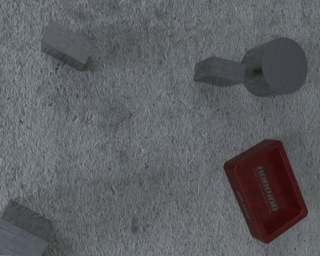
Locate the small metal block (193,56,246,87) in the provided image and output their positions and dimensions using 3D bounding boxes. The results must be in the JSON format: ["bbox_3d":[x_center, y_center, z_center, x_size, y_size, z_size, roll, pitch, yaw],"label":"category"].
[{"bbox_3d":[0.081,-0.076,0.425,0.050,0.050,0.025,9,87,-20],"label":"small metal block"}]

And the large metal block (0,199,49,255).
[{"bbox_3d":[-0.161,0.129,0.321,0.050,0.080,0.080,36,79,-17],"label":"large metal block"}]

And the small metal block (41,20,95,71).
[{"bbox_3d":[-0.107,-0.092,0.356,0.050,0.050,0.025,28,81,-18],"label":"small metal block"}]

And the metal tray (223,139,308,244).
[{"bbox_3d":[0.160,0.093,0.465,0.091,0.030,0.129,-26,99,-18],"label":"metal tray"}]

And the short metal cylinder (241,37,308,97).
[{"bbox_3d":[0.167,-0.087,0.457,0.081,0.050,0.079,0,90,-20],"label":"short metal cylinder"}]
